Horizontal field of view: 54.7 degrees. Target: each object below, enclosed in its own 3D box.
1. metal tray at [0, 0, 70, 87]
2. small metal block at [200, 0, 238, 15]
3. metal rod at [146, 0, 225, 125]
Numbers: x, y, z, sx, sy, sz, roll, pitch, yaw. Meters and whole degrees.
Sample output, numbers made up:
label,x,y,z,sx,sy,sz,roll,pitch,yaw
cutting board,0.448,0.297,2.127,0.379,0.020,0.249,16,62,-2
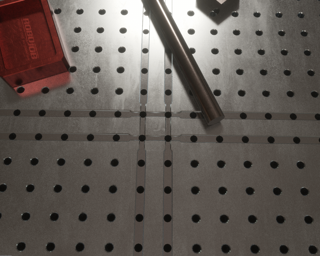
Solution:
label,x,y,z,sx,sy,sz,roll,pitch,yaw
metal tray,-0.195,-0.133,0.455,0.091,0.030,0.130,-19,71,-7
small metal block,0.094,-0.216,0.492,0.050,0.025,0.050,-41,75,-14
metal rod,0.018,-0.140,0.463,0.025,0.025,0.299,-21,72,-8
